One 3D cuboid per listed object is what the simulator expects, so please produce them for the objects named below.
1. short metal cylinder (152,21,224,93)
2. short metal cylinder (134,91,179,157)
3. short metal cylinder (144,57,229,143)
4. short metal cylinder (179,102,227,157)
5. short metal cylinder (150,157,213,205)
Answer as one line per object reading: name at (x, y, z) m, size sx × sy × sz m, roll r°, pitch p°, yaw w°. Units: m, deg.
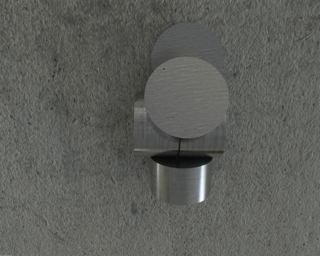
short metal cylinder at (0.031, -0.084, 0.368) m, size 0.081 × 0.050 × 0.079 m, roll 0°, pitch 110°, yaw -1°
short metal cylinder at (-0.004, -0.005, 0.380) m, size 0.050 × 0.080 × 0.079 m, roll 1°, pitch 110°, yaw -1°
short metal cylinder at (0.025, -0.026, 0.318) m, size 0.081 × 0.050 × 0.080 m, roll 0°, pitch 82°, yaw -1°
short metal cylinder at (0.048, -0.004, 0.380) m, size 0.050 × 0.080 × 0.079 m, roll 0°, pitch 110°, yaw 0°
short metal cylinder at (0.027, 0.056, 0.403) m, size 0.081 × 0.080 × 0.050 m, roll 0°, pitch 110°, yaw -1°
